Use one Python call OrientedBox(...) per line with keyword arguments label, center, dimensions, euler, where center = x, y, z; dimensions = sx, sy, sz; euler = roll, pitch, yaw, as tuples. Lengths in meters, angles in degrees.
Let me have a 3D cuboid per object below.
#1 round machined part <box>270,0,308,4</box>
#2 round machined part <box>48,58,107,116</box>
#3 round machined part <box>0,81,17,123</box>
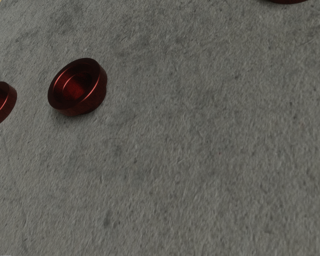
OrientedBox(label="round machined part", center=(0.190, -0.224, 0.431), dimensions=(0.098, 0.042, 0.098), euler=(-13, 56, 20))
OrientedBox(label="round machined part", center=(-0.126, -0.060, 0.494), dimensions=(0.098, 0.042, 0.098), euler=(-13, 56, 20))
OrientedBox(label="round machined part", center=(-0.328, -0.050, 0.592), dimensions=(0.098, 0.042, 0.098), euler=(-13, 56, 20))
